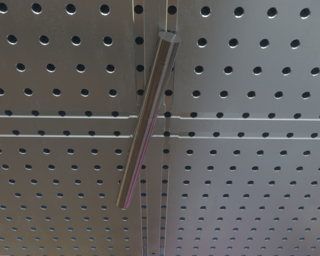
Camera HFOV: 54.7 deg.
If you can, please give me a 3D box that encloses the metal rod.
[{"bbox_3d":[-0.026,0.013,0.422,0.025,0.025,0.298,11,129,-9],"label":"metal rod"}]
